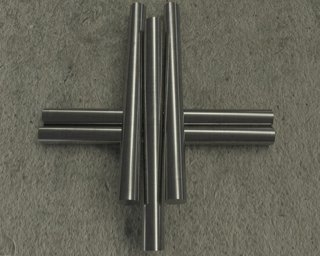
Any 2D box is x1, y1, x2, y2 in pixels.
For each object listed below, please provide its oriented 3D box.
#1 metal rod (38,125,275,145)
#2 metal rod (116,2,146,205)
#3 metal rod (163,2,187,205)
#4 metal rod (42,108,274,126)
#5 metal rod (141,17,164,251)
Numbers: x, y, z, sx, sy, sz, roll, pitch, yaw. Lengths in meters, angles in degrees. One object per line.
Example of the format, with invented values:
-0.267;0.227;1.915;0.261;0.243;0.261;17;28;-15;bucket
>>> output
-0.004;0.010;0.407;0.302;0.025;0.025;0;70;-1;metal rod
-0.034;-0.051;0.405;0.025;0.025;0.299;0;62;0;metal rod
0.017;-0.052;0.406;0.025;0.025;0.299;0;62;0;metal rod
-0.002;-0.014;0.415;0.302;0.025;0.025;0;70;-1;metal rod
-0.008;-0.008;0.385;0.025;0.025;0.299;0;70;-1;metal rod
